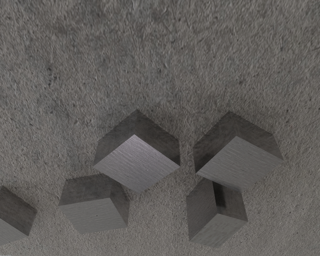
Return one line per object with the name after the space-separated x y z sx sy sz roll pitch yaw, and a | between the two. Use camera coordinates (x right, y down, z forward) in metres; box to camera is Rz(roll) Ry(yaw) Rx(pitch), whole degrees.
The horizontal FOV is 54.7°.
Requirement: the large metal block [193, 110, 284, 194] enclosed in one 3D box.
0.103 0.035 0.421 0.080 0.050 0.080 26 125 -21 | large metal block

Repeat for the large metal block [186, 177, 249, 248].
0.084 0.125 0.478 0.050 0.080 0.079 20 127 -16 | large metal block

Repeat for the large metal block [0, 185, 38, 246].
-0.270 0.150 0.516 0.080 0.050 0.080 -22 127 18 | large metal block

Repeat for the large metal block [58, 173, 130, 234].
-0.101 0.120 0.492 0.080 0.050 0.080 -11 129 9 | large metal block

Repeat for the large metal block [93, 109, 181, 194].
-0.030 0.034 0.419 0.080 0.050 0.080 -37 121 27 | large metal block
